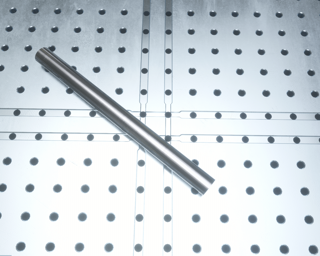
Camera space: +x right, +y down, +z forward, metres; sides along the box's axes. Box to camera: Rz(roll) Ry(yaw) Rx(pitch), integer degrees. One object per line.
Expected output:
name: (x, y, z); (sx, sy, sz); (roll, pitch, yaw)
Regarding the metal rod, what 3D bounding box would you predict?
metal rod: (-0.055, -0.016, 0.416); (0.300, 0.025, 0.025); (38, 74, 12)
